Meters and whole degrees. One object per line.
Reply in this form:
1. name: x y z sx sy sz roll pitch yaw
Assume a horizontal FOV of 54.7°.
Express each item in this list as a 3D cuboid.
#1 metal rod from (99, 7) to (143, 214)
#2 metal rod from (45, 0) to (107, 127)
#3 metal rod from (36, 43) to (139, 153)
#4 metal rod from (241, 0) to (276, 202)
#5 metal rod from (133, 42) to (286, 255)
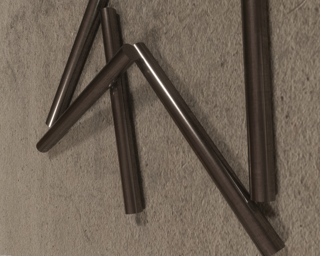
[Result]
1. metal rod: -0.057 -0.029 0.449 0.025 0.025 0.298 -14 81 39
2. metal rod: -0.131 -0.131 0.510 0.025 0.025 0.298 41 114 32
3. metal rod: -0.129 -0.030 0.486 0.299 0.025 0.025 -35 68 41
4. metal rod: 0.099 -0.076 0.321 0.025 0.025 0.298 -4 88 39
5. metal rod: 0.042 0.008 0.368 0.025 0.025 0.299 -46 63 30
